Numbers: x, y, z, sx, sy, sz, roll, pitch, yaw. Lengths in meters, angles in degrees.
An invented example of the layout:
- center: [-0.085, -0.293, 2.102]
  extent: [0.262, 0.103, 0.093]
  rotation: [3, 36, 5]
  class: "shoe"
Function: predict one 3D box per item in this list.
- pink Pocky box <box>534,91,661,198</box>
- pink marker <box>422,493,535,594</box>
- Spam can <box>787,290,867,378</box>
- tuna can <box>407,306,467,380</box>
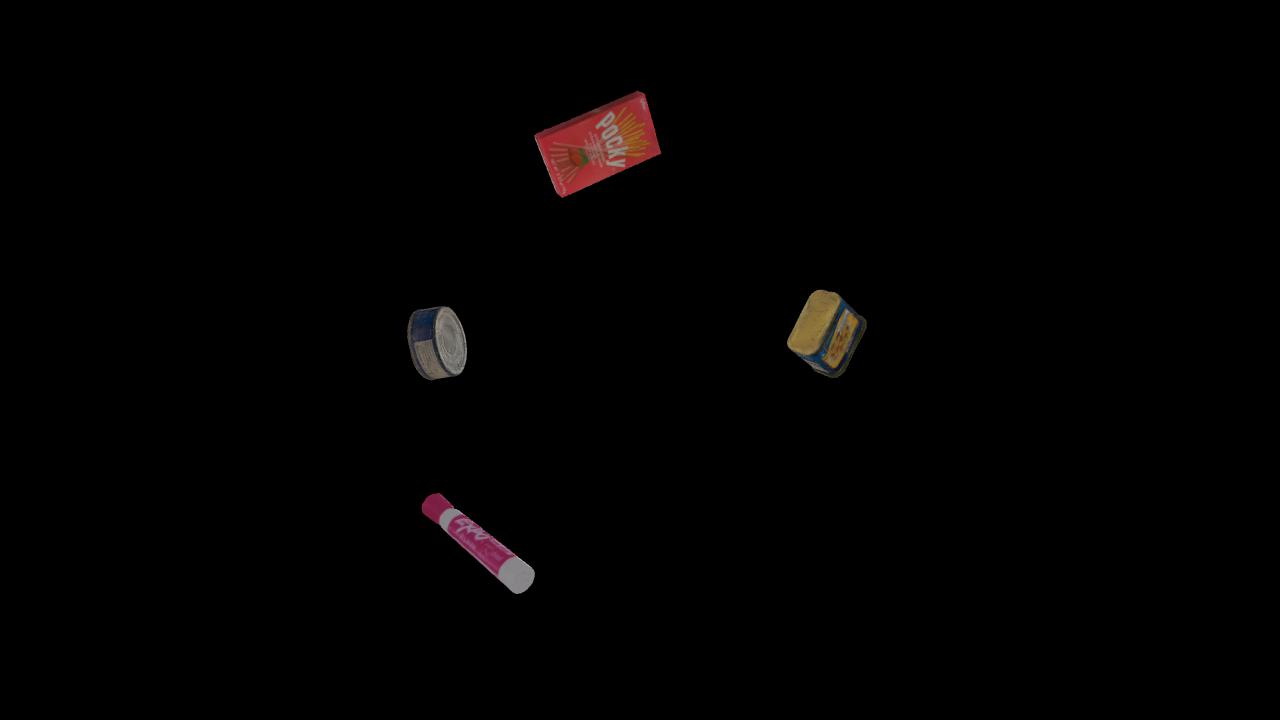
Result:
- center: [-0.053, -0.287, 0.819]
  extent: [0.155, 0.084, 0.029]
  rotation: [-26, 37, -8]
  class: "pink Pocky box"
- center: [-0.118, 0.125, 0.432]
  extent: [0.121, 0.020, 0.020]
  rotation: [21, 14, 40]
  class: "pink marker"
- center: [0.265, -0.038, 0.873]
  extent: [0.085, 0.101, 0.058]
  rotation: [29, -3, -43]
  class: "Spam can"
- center: [-0.233, -0.020, 0.714]
  extent: [0.034, 0.084, 0.084]
  rotation: [-9, -1, 7]
  class: "tuna can"
